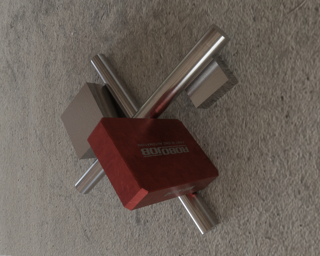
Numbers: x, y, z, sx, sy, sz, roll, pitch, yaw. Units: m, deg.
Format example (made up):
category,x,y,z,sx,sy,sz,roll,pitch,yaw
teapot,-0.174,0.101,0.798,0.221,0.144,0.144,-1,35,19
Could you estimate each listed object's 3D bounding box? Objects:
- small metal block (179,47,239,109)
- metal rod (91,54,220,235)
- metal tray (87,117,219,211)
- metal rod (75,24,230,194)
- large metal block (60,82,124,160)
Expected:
category,x,y,z,sx,sy,sz,roll,pitch,yaw
small metal block,0.054,-0.057,0.360,0.050,0.025,0.050,-43,65,31
metal rod,-0.018,0.005,0.420,0.025,0.025,0.299,-49,61,28
metal tray,-0.002,0.032,0.337,0.030,0.131,0.090,-50,60,29
metal rod,-0.026,-0.005,0.393,0.299,0.025,0.025,-46,63,29
large metal block,-0.095,-0.010,0.465,0.080,0.050,0.080,-44,64,31
